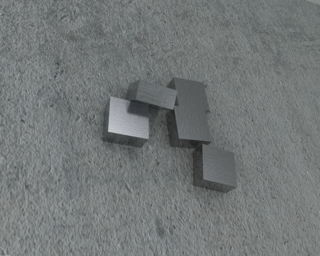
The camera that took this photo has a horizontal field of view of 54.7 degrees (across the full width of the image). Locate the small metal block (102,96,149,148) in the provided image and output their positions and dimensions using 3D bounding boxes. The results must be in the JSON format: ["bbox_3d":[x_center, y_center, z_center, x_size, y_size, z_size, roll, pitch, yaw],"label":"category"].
[{"bbox_3d":[-0.042,-0.007,0.385,0.050,0.025,0.050,12,57,-22],"label":"small metal block"}]

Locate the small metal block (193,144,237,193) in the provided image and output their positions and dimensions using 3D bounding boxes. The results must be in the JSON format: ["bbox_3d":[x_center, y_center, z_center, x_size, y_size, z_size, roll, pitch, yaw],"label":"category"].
[{"bbox_3d":[0.072,0.054,0.409,0.050,0.025,0.050,16,55,-19],"label":"small metal block"}]

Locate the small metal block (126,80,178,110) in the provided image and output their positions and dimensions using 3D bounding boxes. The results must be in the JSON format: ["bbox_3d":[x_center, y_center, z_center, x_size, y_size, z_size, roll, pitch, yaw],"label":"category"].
[{"bbox_3d":[-0.012,-0.041,0.402,0.050,0.050,0.025,14,87,-21],"label":"small metal block"}]

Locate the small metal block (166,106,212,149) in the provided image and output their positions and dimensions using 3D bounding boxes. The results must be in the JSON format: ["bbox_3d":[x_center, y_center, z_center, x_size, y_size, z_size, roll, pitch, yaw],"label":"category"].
[{"bbox_3d":[0.039,0.000,0.424,0.050,0.025,0.050,6,59,-25],"label":"small metal block"}]

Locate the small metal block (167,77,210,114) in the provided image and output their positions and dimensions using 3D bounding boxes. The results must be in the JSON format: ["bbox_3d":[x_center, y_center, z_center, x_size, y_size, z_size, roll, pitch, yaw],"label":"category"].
[{"bbox_3d":[0.040,-0.043,0.451,0.050,0.025,0.050,7,59,-25],"label":"small metal block"}]
